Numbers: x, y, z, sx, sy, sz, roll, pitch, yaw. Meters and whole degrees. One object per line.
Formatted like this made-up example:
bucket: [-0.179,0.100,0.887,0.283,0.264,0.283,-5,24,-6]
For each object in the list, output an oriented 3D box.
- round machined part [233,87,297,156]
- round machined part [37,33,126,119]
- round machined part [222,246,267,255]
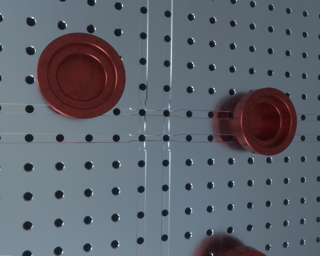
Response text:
round machined part: [0.150,-0.009,0.461,0.099,0.042,0.097,0,90,-21]
round machined part: [-0.094,-0.059,0.369,0.099,0.042,0.097,0,90,-21]
round machined part: [0.116,0.219,0.448,0.099,0.042,0.097,0,90,-21]
